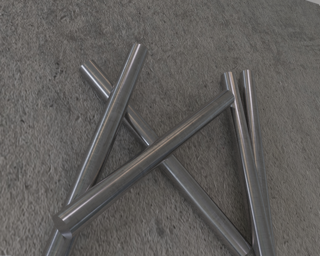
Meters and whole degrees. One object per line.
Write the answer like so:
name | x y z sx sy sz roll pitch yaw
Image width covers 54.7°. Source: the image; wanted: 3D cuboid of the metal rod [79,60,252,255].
metal rod | 0.002 0.033 0.384 0.300 0.025 0.025 49 51 6

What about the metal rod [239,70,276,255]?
metal rod | 0.140 0.031 0.459 0.025 0.025 0.300 18 55 -18

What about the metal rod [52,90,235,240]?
metal rod | 0.009 0.019 0.362 0.025 0.025 0.302 49 48 6

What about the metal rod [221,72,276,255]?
metal rod | 0.117 0.038 0.430 0.025 0.025 0.300 14 52 -21

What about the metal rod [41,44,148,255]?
metal rod | -0.065 0.023 0.332 0.025 0.025 0.300 25 59 -13
